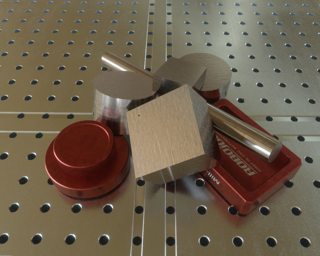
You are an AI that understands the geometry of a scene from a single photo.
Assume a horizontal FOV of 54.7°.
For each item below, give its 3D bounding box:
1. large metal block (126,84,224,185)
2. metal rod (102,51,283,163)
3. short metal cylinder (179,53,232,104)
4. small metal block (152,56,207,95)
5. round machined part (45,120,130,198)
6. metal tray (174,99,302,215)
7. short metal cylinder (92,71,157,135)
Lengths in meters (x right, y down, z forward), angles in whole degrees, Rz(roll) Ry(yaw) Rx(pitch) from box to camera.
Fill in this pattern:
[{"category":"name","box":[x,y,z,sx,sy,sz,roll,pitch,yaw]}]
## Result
[{"category":"large metal block","box":[0.015,0.010,0.344,0.080,0.050,0.080,-23,62,24]},{"category":"metal rod","box":[0.018,-0.043,0.407,0.025,0.025,0.300,-35,49,-26]},{"category":"short metal cylinder","box":[0.057,-0.062,0.440,0.081,0.050,0.080,0,50,0]},{"category":"small metal block","box":[0.025,-0.060,0.385,0.050,0.025,0.050,21,45,17]},{"category":"round machined part","box":[-0.086,0.029,0.366,0.099,0.042,0.098,0,50,0]},{"category":"metal tray","box":[0.089,0.028,0.376,0.091,0.030,0.130,-29,56,-23]},{"category":"short metal cylinder","box":[-0.046,-0.035,0.401,0.081,0.050,0.080,7,33,-4]}]
